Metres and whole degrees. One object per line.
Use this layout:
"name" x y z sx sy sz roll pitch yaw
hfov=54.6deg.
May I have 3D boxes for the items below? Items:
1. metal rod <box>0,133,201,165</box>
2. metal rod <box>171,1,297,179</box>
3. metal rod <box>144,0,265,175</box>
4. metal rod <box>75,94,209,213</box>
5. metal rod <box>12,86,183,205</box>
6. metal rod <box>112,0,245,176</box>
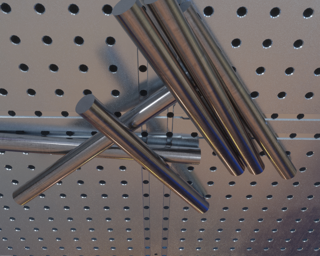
"metal rod" -0.094 0.029 0.434 0.302 0.025 0.025 5 130 -4
"metal rod" 0.107 -0.026 0.390 0.025 0.025 0.300 -29 125 22
"metal rod" 0.070 -0.028 0.365 0.025 0.025 0.300 -23 133 19
"metal rod" -0.003 0.054 0.422 0.025 0.025 0.300 -24 137 19
"metal rod" -0.077 0.019 0.400 0.300 0.025 0.025 -33 123 15
"metal rod" 0.043 -0.021 0.362 0.025 0.025 0.300 -23 136 18
